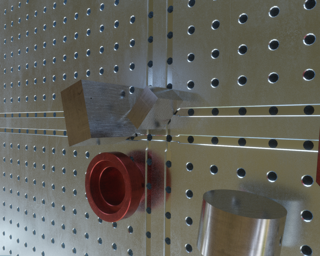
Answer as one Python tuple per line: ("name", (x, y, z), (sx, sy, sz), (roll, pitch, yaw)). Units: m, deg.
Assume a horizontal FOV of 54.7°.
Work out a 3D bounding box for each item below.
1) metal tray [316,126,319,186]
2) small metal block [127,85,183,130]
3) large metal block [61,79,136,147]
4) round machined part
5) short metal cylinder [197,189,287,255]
("metal tray", (0.185, -0.009, 0.254), (0.090, 0.030, 0.129), (5, 93, 40))
("small metal block", (-0.006, -0.025, 0.398), (0.025, 0.050, 0.050), (50, 119, 28))
("large metal block", (-0.088, -0.019, 0.447), (0.050, 0.081, 0.080), (-20, 78, 38))
("round machined part", (-0.062, 0.083, 0.449), (0.098, 0.042, 0.097), (0, 90, 40))
("short metal cylinder", (0.080, 0.098, 0.308), (0.080, 0.081, 0.050), (12, 98, 39))
